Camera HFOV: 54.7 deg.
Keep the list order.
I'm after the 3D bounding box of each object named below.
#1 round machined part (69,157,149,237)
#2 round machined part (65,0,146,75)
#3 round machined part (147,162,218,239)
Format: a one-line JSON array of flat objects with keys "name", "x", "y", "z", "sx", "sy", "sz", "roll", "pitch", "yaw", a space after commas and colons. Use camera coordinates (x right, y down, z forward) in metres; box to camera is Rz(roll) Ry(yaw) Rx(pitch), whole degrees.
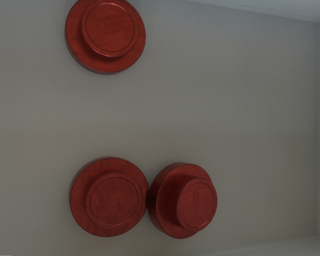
[{"name": "round machined part", "x": -0.059, "y": 0.085, "z": 0.380, "sx": 0.099, "sy": 0.042, "sz": 0.097, "roll": 0, "pitch": 90, "yaw": -20}, {"name": "round machined part", "x": -0.064, "y": -0.117, "z": 0.378, "sx": 0.099, "sy": 0.042, "sz": 0.097, "roll": 0, "pitch": 90, "yaw": -20}, {"name": "round machined part", "x": 0.036, "y": 0.095, "z": 0.402, "sx": 0.099, "sy": 0.042, "sz": 0.097, "roll": -1, "pitch": 92, "yaw": -35}]
